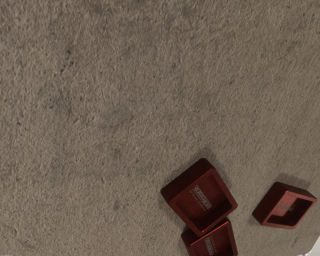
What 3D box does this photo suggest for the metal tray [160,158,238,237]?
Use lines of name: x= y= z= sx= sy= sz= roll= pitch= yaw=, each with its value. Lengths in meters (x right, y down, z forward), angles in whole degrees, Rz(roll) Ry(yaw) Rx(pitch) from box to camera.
metal tray: x=0.069 y=0.119 z=0.517 sx=0.090 sy=0.030 sz=0.130 roll=-38 pitch=130 yaw=-3

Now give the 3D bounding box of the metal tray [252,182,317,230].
metal tray: x=0.266 y=0.167 z=0.656 sx=0.131 sy=0.030 sz=0.090 roll=19 pitch=108 yaw=-36

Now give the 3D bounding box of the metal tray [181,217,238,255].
metal tray: x=0.100 y=0.228 z=0.602 sx=0.090 sy=0.030 sz=0.129 roll=-28 pitch=128 yaw=-11
